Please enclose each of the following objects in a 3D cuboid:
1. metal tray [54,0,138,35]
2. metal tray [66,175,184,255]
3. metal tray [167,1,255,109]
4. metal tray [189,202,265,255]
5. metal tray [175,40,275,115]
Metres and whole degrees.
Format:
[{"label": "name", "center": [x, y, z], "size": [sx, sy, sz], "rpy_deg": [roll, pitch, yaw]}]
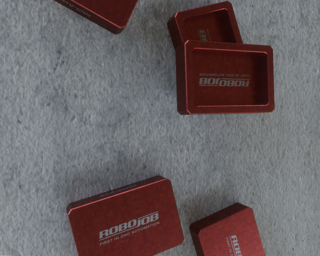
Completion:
[{"label": "metal tray", "center": [-0.087, -0.186, 0.374], "size": [0.131, 0.030, 0.090], "rpy_deg": [26, 81, -19]}, {"label": "metal tray", "center": [-0.042, 0.122, 0.392], "size": [0.131, 0.030, 0.089], "rpy_deg": [-15, 95, -20]}, {"label": "metal tray", "center": [0.073, -0.102, 0.434], "size": [0.091, 0.030, 0.129], "rpy_deg": [-20, 97, -19]}, {"label": "metal tray", "center": [0.104, 0.186, 0.447], "size": [0.091, 0.030, 0.129], "rpy_deg": [-19, 97, -19]}, {"label": "metal tray", "center": [0.087, -0.064, 0.407], "size": [0.131, 0.030, 0.089], "rpy_deg": [-2, 91, -20]}]
